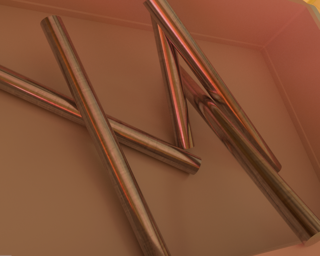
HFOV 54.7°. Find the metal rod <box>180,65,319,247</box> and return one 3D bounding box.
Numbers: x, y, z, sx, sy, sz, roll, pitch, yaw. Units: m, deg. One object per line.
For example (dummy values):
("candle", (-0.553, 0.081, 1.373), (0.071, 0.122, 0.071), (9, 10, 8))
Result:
("metal rod", (0.079, 0.004, 0.373), (0.025, 0.025, 0.300), (0, 38, -29))

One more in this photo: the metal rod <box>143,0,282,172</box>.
("metal rod", (0.080, -0.045, 0.410), (0.300, 0.025, 0.025), (50, 48, -22))

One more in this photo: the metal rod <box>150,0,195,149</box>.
("metal rod", (0.005, -0.119, 0.394), (0.025, 0.025, 0.298), (-16, 99, -35))

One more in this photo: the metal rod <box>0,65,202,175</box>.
("metal rod", (-0.086, -0.013, 0.368), (0.301, 0.025, 0.025), (25, 53, -13))

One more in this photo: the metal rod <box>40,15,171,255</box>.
("metal rod", (-0.062, 0.010, 0.340), (0.025, 0.025, 0.299), (-21, 81, -36))
